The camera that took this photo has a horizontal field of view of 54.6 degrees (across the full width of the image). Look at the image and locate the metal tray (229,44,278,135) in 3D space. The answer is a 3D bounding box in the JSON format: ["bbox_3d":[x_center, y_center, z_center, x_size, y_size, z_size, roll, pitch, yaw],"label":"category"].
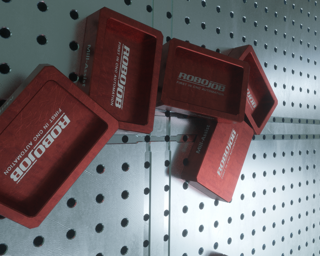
[{"bbox_3d":[0.149,-0.063,0.528,0.090,0.030,0.130,-51,120,-28],"label":"metal tray"}]

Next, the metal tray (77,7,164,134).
[{"bbox_3d":[-0.045,-0.062,0.366,0.091,0.030,0.129,10,83,-39],"label":"metal tray"}]

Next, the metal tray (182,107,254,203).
[{"bbox_3d":[0.094,0.039,0.483,0.090,0.030,0.130,37,67,-34],"label":"metal tray"}]

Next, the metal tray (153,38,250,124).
[{"bbox_3d":[0.060,-0.061,0.431,0.131,0.030,0.090,12,82,-23],"label":"metal tray"}]

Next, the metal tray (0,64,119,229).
[{"bbox_3d":[-0.112,0.017,0.287,0.090,0.030,0.130,43,81,-32],"label":"metal tray"}]
